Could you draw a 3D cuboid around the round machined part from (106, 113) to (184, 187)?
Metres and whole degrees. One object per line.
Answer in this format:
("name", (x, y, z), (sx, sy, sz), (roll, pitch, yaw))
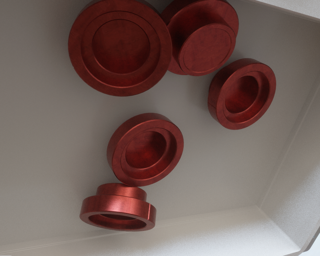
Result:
("round machined part", (-0.022, 0.024, 0.401), (0.099, 0.042, 0.097), (-14, 123, -23))

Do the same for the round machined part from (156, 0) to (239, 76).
("round machined part", (0.045, -0.097, 0.346), (0.099, 0.042, 0.097), (-16, 143, -13))

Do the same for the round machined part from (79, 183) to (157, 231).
("round machined part", (-0.053, 0.105, 0.414), (0.099, 0.042, 0.098), (4, 149, 3))

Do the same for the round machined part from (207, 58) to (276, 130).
("round machined part", (0.107, -0.050, 0.428), (0.099, 0.042, 0.097), (-14, 125, -21))

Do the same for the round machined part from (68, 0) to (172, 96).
("round machined part", (-0.039, -0.084, 0.312), (0.099, 0.042, 0.097), (-3, 125, -4))
